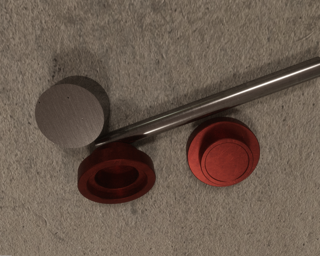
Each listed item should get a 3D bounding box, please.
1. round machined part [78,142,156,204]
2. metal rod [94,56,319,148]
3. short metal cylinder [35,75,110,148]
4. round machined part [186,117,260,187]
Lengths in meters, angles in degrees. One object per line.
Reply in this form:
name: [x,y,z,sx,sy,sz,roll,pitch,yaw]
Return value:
round machined part: [-0.057,0.056,0.407,0.099,0.042,0.097,-7,137,-7]
metal rod: [0.058,-0.026,0.400,0.301,0.025,0.025,-20,109,6]
short metal cylinder: [-0.106,-0.021,0.387,0.081,0.050,0.079,0,110,-1]
round machined part: [0.086,0.037,0.416,0.099,0.042,0.097,0,110,-1]
